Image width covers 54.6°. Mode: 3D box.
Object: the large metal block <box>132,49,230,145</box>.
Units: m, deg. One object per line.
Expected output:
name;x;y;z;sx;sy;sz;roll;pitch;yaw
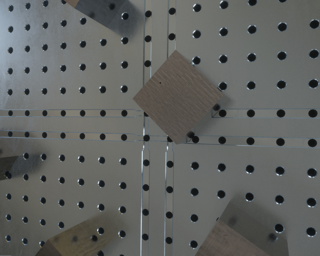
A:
large metal block;0.028;-0.037;0.390;0.080;0.050;0.080;46;104;14

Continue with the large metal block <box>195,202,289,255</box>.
large metal block;0.094;0.136;0.350;0.080;0.080;0.050;33;101;17

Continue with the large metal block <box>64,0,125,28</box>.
large metal block;-0.106;-0.191;0.421;0.080;0.080;0.050;40;103;15

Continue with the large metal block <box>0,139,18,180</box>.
large metal block;-0.291;0.044;0.487;0.080;0.080;0.050;36;102;16

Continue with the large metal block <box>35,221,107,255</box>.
large metal block;-0.134;0.186;0.431;0.050;0.080;0.080;43;103;15
